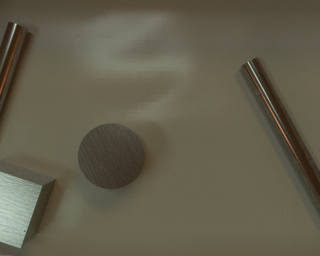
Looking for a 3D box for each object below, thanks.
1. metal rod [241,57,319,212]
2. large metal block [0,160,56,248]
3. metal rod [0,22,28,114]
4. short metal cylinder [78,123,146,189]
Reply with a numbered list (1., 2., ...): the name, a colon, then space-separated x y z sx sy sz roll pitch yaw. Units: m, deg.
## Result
1. metal rod: 0.191 0.043 0.413 0.025 0.025 0.299 -29 90 0
2. large metal block: -0.193 0.094 0.396 0.080 0.050 0.080 19 90 -1
3. metal rod: -0.234 0.007 0.408 0.025 0.025 0.298 18 90 -1
4. short metal cylinder: -0.059 0.034 0.398 0.081 0.050 0.079 0 90 -1
